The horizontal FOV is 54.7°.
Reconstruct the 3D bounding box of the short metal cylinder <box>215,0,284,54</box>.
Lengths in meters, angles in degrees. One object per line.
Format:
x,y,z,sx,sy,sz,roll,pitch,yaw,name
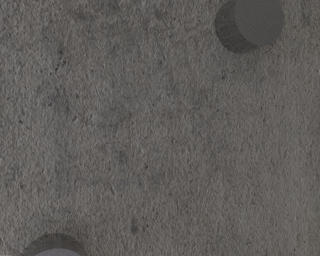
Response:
0.127,-0.152,0.443,0.081,0.050,0.080,0,90,-20,short metal cylinder

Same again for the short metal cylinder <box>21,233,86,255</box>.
-0.121,0.168,0.351,0.081,0.050,0.080,0,90,-20,short metal cylinder
